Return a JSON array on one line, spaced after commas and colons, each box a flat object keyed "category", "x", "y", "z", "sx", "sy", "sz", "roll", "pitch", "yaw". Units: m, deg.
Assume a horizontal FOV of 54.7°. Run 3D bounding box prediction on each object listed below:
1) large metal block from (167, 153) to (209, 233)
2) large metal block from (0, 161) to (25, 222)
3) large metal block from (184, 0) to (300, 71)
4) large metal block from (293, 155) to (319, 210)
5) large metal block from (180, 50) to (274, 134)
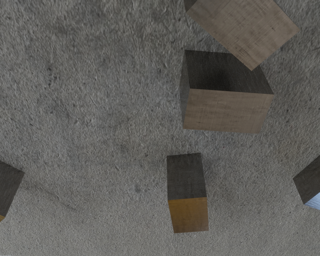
[{"category": "large metal block", "x": 0.040, "y": 0.094, "z": 0.452, "sx": 0.050, "sy": 0.080, "sz": 0.080, "roll": -6, "pitch": 130, "yaw": 5}, {"category": "large metal block", "x": -0.256, "y": 0.088, "z": 0.444, "sx": 0.080, "sy": 0.080, "sz": 0.050, "roll": 35, "pitch": 122, "yaw": -26}, {"category": "large metal block", "x": 0.067, "y": -0.111, "z": 0.277, "sx": 0.080, "sy": 0.080, "sz": 0.050, "roll": 33, "pitch": 123, "yaw": -25}, {"category": "large metal block", "x": 0.265, "y": 0.082, "z": 0.463, "sx": 0.080, "sy": 0.050, "sz": 0.079, "roll": 20, "pitch": 127, "yaw": -16}, {"category": "large metal block", "x": 0.066, "y": -0.041, "z": 0.337, "sx": 0.081, "sy": 0.080, "sz": 0.050, "roll": 4, "pitch": 130, "yaw": -3}]
